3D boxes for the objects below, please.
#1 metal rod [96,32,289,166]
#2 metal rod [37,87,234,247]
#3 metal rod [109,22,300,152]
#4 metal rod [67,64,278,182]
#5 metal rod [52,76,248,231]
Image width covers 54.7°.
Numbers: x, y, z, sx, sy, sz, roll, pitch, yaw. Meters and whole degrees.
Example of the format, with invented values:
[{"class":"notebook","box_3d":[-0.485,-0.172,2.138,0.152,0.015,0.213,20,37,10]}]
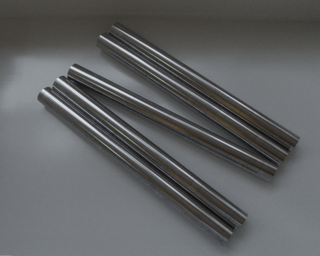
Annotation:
[{"class":"metal rod","box_3d":[0.036,-0.045,0.425,0.300,0.025,0.025,35,74,12]},{"class":"metal rod","box_3d":[-0.039,0.041,0.393,0.300,0.025,0.025,36,74,12]},{"class":"metal rod","box_3d":[0.053,-0.062,0.431,0.300,0.025,0.025,35,74,12]},{"class":"metal rod","box_3d":[0.009,-0.011,0.412,0.301,0.025,0.025,27,72,9]},{"class":"metal rod","box_3d":[-0.021,0.025,0.399,0.300,0.025,0.025,36,74,12]}]
